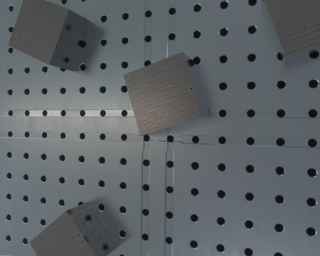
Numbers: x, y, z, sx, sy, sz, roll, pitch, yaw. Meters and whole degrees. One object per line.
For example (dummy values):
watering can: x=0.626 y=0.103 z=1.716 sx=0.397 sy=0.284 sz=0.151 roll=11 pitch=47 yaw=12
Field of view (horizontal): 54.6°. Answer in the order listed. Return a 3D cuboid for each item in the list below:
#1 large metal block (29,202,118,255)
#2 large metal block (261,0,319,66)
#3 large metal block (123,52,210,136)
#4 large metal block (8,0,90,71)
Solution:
large metal block: x=-0.123 y=0.167 z=0.443 sx=0.080 sy=0.050 sz=0.080 roll=-41 pitch=77 yaw=15
large metal block: x=0.164 y=-0.126 z=0.341 sx=0.080 sy=0.050 sz=0.080 roll=-20 pitch=83 yaw=19
large metal block: x=0.010 y=-0.040 z=0.396 sx=0.080 sy=0.050 sz=0.080 roll=-18 pitch=84 yaw=19
large metal block: x=-0.163 y=-0.140 z=0.458 sx=0.080 sy=0.050 sz=0.080 roll=26 pitch=99 yaw=18
